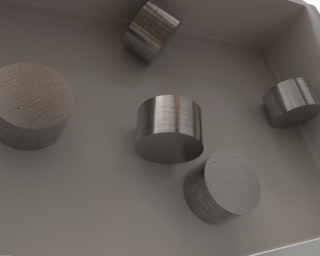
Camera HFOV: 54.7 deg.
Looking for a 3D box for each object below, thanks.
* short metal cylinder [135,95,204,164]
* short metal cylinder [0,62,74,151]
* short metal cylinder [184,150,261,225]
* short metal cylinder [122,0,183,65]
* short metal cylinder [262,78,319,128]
[{"bbox_3d":[0.011,0.004,0.375,0.081,0.080,0.050,15,56,-20],"label":"short metal cylinder"},{"bbox_3d":[-0.138,-0.023,0.330,0.081,0.050,0.080,14,56,-21],"label":"short metal cylinder"},{"bbox_3d":[0.077,0.075,0.387,0.081,0.050,0.080,14,56,-21],"label":"short metal cylinder"},{"bbox_3d":[-0.011,-0.139,0.451,0.050,0.080,0.080,37,51,-5],"label":"short metal cylinder"},{"bbox_3d":[0.219,-0.040,0.515,0.081,0.080,0.050,2,61,-28],"label":"short metal cylinder"}]
